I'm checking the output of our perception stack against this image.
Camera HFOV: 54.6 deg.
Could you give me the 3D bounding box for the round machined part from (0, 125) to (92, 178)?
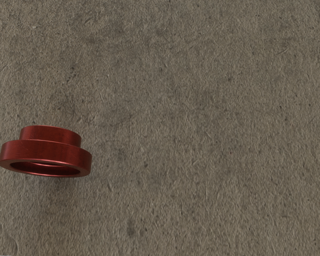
[{"bbox_3d":[-0.128,0.027,0.359,0.099,0.098,0.042,2,70,1],"label":"round machined part"}]
